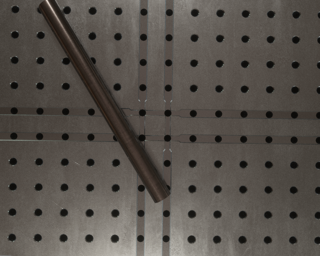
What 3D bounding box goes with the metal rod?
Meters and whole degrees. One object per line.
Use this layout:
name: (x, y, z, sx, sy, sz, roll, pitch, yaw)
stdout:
metal rod: (-0.073, -0.035, 0.412, 0.025, 0.025, 0.299, -31, 90, 0)
